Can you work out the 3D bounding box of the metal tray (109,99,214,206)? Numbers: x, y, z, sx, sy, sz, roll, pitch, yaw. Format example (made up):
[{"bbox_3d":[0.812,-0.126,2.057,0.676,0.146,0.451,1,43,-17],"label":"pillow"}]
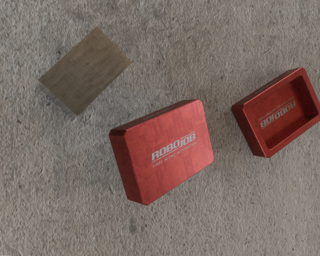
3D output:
[{"bbox_3d":[0.008,0.024,0.382,0.131,0.030,0.089,-25,107,-39],"label":"metal tray"}]

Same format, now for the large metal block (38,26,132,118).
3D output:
[{"bbox_3d":[-0.087,-0.058,0.348,0.050,0.080,0.080,46,76,-15],"label":"large metal block"}]

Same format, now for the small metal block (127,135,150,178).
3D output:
[{"bbox_3d":[-0.021,0.033,0.386,0.025,0.050,0.050,2,90,9],"label":"small metal block"}]

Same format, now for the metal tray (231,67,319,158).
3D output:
[{"bbox_3d":[0.183,-0.025,0.475,0.131,0.030,0.090,-31,101,-18],"label":"metal tray"}]
